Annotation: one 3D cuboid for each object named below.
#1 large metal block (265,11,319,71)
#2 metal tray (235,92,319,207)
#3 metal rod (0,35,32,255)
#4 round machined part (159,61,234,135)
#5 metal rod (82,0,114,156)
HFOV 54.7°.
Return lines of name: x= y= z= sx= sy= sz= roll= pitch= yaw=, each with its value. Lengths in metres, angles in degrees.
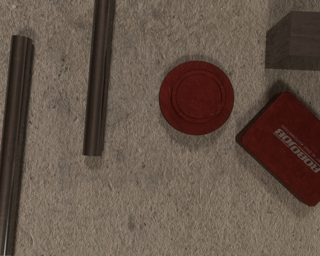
large metal block: x=0.185 y=-0.104 z=0.385 sx=0.081 sy=0.080 sz=0.050 roll=2 pitch=90 yaw=-1
metal tray: x=0.178 y=0.027 z=0.410 sx=0.130 sy=0.030 sz=0.090 roll=43 pitch=90 yaw=-1
metal rod: x=-0.196 y=0.030 z=0.407 sx=0.025 sy=0.025 sz=0.298 roll=6 pitch=90 yaw=-1
round machined part: x=0.048 y=-0.039 z=0.402 sx=0.099 sy=0.042 sz=0.097 roll=0 pitch=90 yaw=-1
metal rod: x=-0.078 y=-0.113 z=0.408 sx=0.025 sy=0.025 sz=0.298 roll=5 pitch=90 yaw=-1
